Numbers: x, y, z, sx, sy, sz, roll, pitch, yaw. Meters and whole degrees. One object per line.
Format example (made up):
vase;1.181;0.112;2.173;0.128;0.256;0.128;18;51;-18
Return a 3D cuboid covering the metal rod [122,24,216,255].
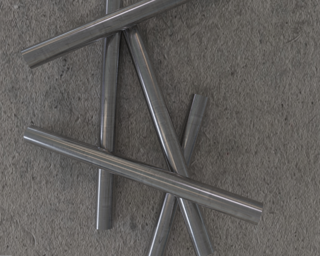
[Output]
metal rod;0.008;0.009;0.390;0.025;0.025;0.299;-18;82;0

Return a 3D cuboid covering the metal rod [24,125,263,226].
metal rod;-0.032;0.050;0.371;0.301;0.025;0.025;17;90;15

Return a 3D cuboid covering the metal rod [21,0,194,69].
metal rod;-0.024;-0.146;0.389;0.302;0.025;0.025;-26;90;-8

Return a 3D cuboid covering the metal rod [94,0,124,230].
metal rod;-0.067;-0.018;0.409;0.025;0.025;0.298;3;90;0

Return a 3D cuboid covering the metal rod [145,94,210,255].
metal rod;0.013;0.102;0.409;0.025;0.025;0.298;16;90;0
